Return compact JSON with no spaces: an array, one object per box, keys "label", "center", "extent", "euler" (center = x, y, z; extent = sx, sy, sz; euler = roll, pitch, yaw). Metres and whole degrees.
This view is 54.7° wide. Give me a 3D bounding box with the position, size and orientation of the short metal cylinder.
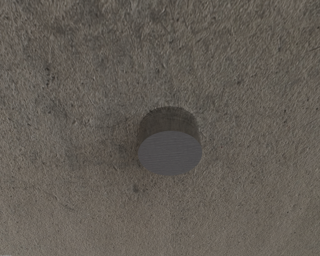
[{"label":"short metal cylinder","center":[0.013,0.017,0.407],"extent":[0.081,0.050,0.079],"euler":[0,130,0]}]
